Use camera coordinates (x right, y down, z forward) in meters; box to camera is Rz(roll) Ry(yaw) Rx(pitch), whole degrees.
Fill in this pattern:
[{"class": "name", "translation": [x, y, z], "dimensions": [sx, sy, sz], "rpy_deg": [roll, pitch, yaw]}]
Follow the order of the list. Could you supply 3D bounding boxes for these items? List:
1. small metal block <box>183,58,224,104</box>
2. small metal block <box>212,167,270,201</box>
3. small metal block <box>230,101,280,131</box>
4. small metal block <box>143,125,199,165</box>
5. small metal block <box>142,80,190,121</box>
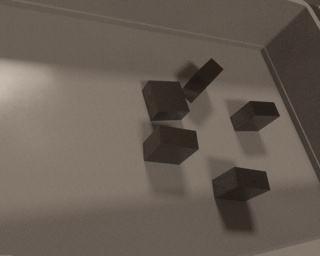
[{"class": "small metal block", "translation": [0.063, -0.071, 0.469], "dimensions": [0.025, 0.050, 0.050], "rpy_deg": [44, 51, 1]}, {"class": "small metal block", "translation": [0.104, 0.074, 0.403], "dimensions": [0.050, 0.050, 0.025], "rpy_deg": [11, 57, -23]}, {"class": "small metal block", "translation": [0.147, -0.017, 0.482], "dimensions": [0.050, 0.050, 0.025], "rpy_deg": [0, 62, -29]}, {"class": "small metal block", "translation": [0.012, 0.023, 0.384], "dimensions": [0.050, 0.050, 0.025], "rpy_deg": [9, 58, -24]}, {"class": "small metal block", "translation": [0.008, -0.038, 0.435], "dimensions": [0.050, 0.025, 0.050], "rpy_deg": [-3, 63, -30]}]
